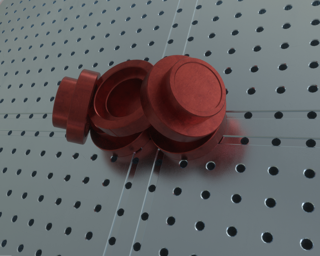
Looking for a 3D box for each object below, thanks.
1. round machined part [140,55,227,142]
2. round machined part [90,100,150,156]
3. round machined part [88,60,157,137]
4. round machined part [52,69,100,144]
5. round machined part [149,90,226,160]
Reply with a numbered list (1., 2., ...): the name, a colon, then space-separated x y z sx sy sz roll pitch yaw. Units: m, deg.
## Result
1. round machined part: 0.032 -0.037 0.337 0.042 0.099 0.098 -37 35 59
2. round machined part: -0.057 -0.013 0.433 0.098 0.042 0.098 -13 56 20
3. round machined part: -0.036 -0.032 0.379 0.098 0.042 0.098 -13 56 20
4. round machined part: -0.110 -0.030 0.406 0.042 0.098 0.098 13 62 -8
5. round machined part: 0.030 -0.013 0.388 0.098 0.042 0.098 -13 56 20
